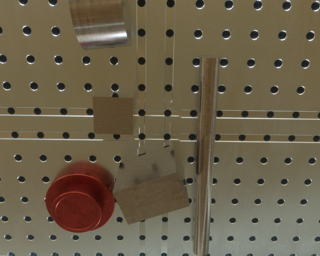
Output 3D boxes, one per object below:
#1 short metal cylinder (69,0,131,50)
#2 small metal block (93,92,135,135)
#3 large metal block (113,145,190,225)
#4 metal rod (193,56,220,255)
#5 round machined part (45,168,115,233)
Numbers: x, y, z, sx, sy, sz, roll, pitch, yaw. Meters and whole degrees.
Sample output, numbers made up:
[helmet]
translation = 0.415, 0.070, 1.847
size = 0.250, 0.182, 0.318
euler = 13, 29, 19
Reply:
[short metal cylinder]
translation = -0.062, -0.128, 0.336
size = 0.050, 0.080, 0.079
euler = -5, 110, 1
[small metal block]
translation = -0.060, -0.019, 0.405
size = 0.050, 0.025, 0.050
euler = 2, 110, -1
[large metal block]
translation = -0.010, 0.072, 0.411
size = 0.080, 0.080, 0.050
euler = -19, 109, 6
[metal rod]
translation = 0.062, 0.052, 0.433
size = 0.025, 0.025, 0.298
euler = -1, 110, 0
[round machined part]
translation = -0.115, 0.109, 0.443
size = 0.099, 0.042, 0.097
euler = 0, 110, -1
